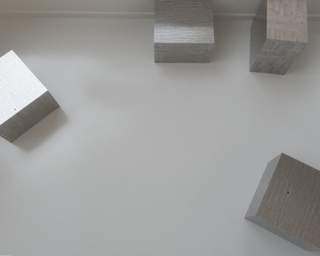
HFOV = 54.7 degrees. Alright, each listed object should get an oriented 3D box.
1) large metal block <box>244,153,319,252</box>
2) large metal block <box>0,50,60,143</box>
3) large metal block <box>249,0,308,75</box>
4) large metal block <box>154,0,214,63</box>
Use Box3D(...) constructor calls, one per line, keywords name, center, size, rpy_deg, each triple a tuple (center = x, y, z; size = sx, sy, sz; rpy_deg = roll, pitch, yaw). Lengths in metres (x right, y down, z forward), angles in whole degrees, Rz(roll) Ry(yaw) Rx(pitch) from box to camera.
Box3D(name="large metal block", center=(0.159, 0.088, 0.365), size=(0.080, 0.050, 0.080), rpy_deg=(27, 72, 9))
Box3D(name="large metal block", center=(-0.197, -0.041, 0.410), size=(0.080, 0.050, 0.080), rpy_deg=(-41, 75, -13))
Box3D(name="large metal block", center=(0.161, -0.130, 0.429), size=(0.050, 0.080, 0.080), rpy_deg=(7, 70, 2))
Box3D(name="large metal block", center=(0.033, -0.142, 0.448), size=(0.080, 0.050, 0.080), rpy_deg=(0, 70, 0))
